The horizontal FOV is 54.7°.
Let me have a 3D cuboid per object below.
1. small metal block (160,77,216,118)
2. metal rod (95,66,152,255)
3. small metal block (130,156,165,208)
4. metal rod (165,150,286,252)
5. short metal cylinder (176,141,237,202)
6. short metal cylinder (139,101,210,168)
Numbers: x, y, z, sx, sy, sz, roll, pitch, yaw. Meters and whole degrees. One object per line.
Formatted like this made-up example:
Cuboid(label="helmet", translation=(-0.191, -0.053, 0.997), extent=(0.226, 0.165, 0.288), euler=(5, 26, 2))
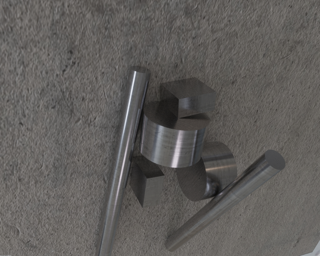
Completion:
Cuboid(label="small metal block", translation=(0.034, -0.039, 0.385), extent=(0.050, 0.050, 0.025), euler=(-13, 124, -21))
Cuboid(label="metal rod", translation=(-0.055, 0.064, 0.416), extent=(0.025, 0.025, 0.298), euler=(-1, 119, -28))
Cuboid(label="small metal block", translation=(-0.019, 0.072, 0.425), extent=(0.025, 0.050, 0.050), euler=(-6, 121, -26))
Cuboid(label="metal rod", translation=(0.071, 0.120, 0.439), extent=(0.025, 0.025, 0.298), euler=(-3, 146, -27))
Cuboid(label="short metal cylinder", translation=(0.065, 0.061, 0.444), extent=(0.050, 0.080, 0.079), euler=(-5, 121, -26))
Cuboid(label="short metal cylinder", translation=(0.017, 0.005, 0.384), extent=(0.081, 0.080, 0.050), euler=(-5, 121, -26))
